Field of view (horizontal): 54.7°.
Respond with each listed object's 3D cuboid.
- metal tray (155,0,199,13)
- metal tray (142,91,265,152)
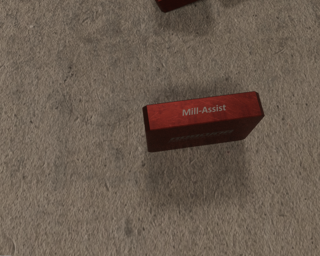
[{"bbox_3d":[0.032,-0.253,0.481,0.090,0.030,0.129,-14,69,18],"label":"metal tray"},{"bbox_3d":[0.047,-0.004,0.375,0.131,0.090,0.030,-8,71,-3],"label":"metal tray"}]
